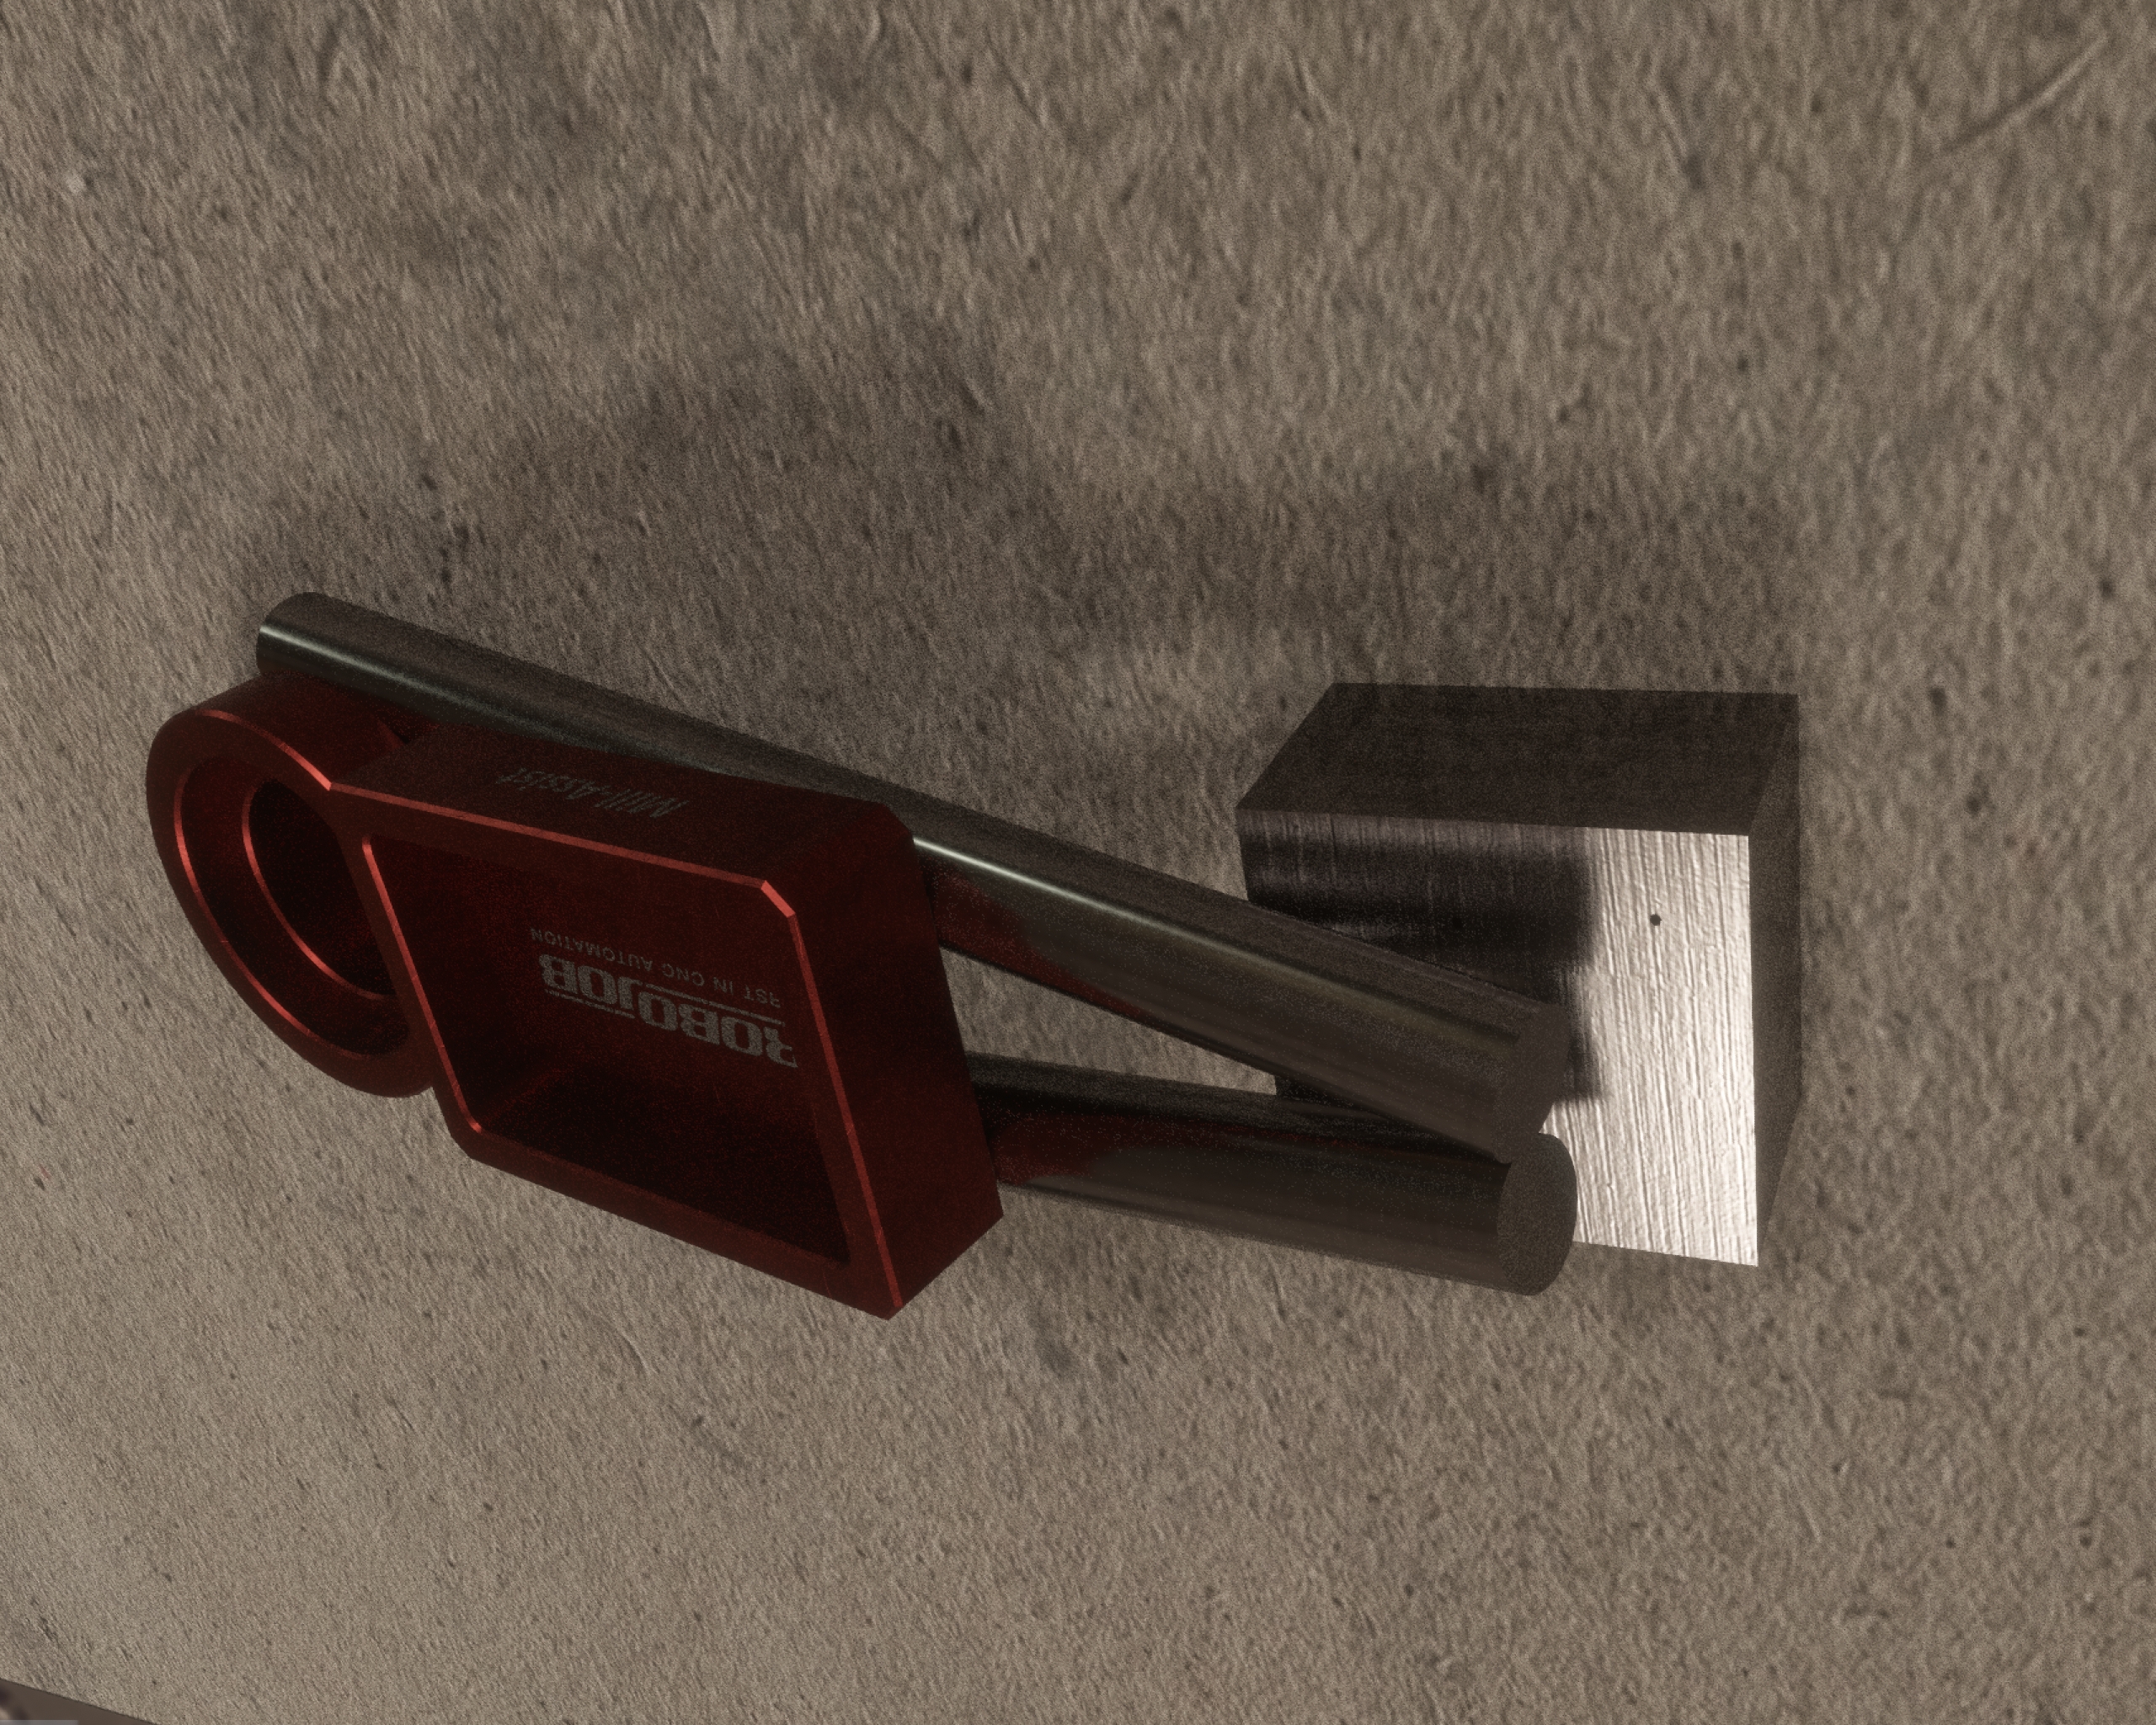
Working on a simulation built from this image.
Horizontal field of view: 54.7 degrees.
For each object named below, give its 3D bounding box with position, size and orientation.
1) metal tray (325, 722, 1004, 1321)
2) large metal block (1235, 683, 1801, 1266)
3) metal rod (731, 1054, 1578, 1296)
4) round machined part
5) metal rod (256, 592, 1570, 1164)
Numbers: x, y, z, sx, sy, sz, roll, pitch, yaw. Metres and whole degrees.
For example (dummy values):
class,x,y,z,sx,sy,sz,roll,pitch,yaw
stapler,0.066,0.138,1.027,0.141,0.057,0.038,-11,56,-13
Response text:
class,x,y,z,sx,sy,sz,roll,pitch,yaw
metal tray,-0.080,0.026,0.395,0.130,0.030,0.089,11,124,37
large metal block,0.078,0.017,0.358,0.080,0.050,0.079,4,120,26
metal rod,-0.043,0.047,0.417,0.300,0.025,0.025,3,121,41
round machined part,-0.161,0.001,0.473,0.098,0.042,0.097,21,129,28
metal rod,-0.053,-0.008,0.388,0.300,0.025,0.025,19,127,32
